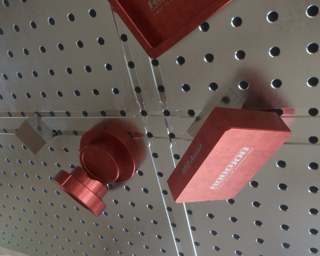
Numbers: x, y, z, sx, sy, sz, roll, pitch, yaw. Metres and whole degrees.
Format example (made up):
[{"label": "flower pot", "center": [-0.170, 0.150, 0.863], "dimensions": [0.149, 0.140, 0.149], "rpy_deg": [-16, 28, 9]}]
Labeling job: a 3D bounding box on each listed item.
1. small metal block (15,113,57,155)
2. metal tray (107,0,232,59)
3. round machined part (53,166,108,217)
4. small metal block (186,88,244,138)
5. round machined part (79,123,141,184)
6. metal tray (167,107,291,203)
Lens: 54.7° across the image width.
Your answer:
[{"label": "small metal block", "center": [-0.213, 0.011, 0.531], "dimensions": [0.050, 0.025, 0.050], "rpy_deg": [49, 129, -6]}, {"label": "metal tray", "center": [0.015, -0.142, 0.311], "dimensions": [0.130, 0.030, 0.090], "rpy_deg": [-30, 102, 37]}, {"label": "round machined part", "center": [-0.126, 0.100, 0.511], "dimensions": [0.098, 0.042, 0.098], "rpy_deg": [32, 157, 16]}, {"label": "small metal block", "center": [0.063, -0.012, 0.354], "dimensions": [0.025, 0.050, 0.050], "rpy_deg": [45, 130, -3]}, {"label": "round machined part", "center": [-0.082, 0.045, 0.471], "dimensions": [0.098, 0.042, 0.097], "rpy_deg": [13, 124, 21]}, {"label": "metal tray", "center": [0.074, 0.036, 0.355], "dimensions": [0.091, 0.030, 0.129], "rpy_deg": [3, 134, -28]}]
